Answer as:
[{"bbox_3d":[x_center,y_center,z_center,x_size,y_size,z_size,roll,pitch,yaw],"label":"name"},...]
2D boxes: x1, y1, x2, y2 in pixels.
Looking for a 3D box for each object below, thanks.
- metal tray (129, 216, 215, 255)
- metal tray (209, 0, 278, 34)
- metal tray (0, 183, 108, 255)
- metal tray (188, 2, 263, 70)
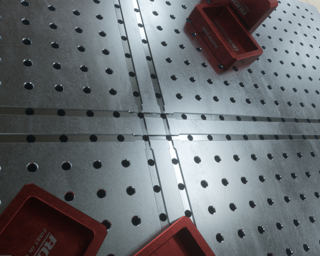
[{"bbox_3d":[0.003,0.161,0.309,0.131,0.030,0.090,-27,77,-37],"label":"metal tray"},{"bbox_3d":[0.156,-0.256,0.609,0.030,0.090,0.130,-26,76,-37],"label":"metal tray"},{"bbox_3d":[-0.116,0.125,0.266,0.090,0.030,0.130,33,51,-7],"label":"metal tray"},{"bbox_3d":[0.124,-0.176,0.581,0.091,0.030,0.130,-22,73,-36],"label":"metal tray"}]
